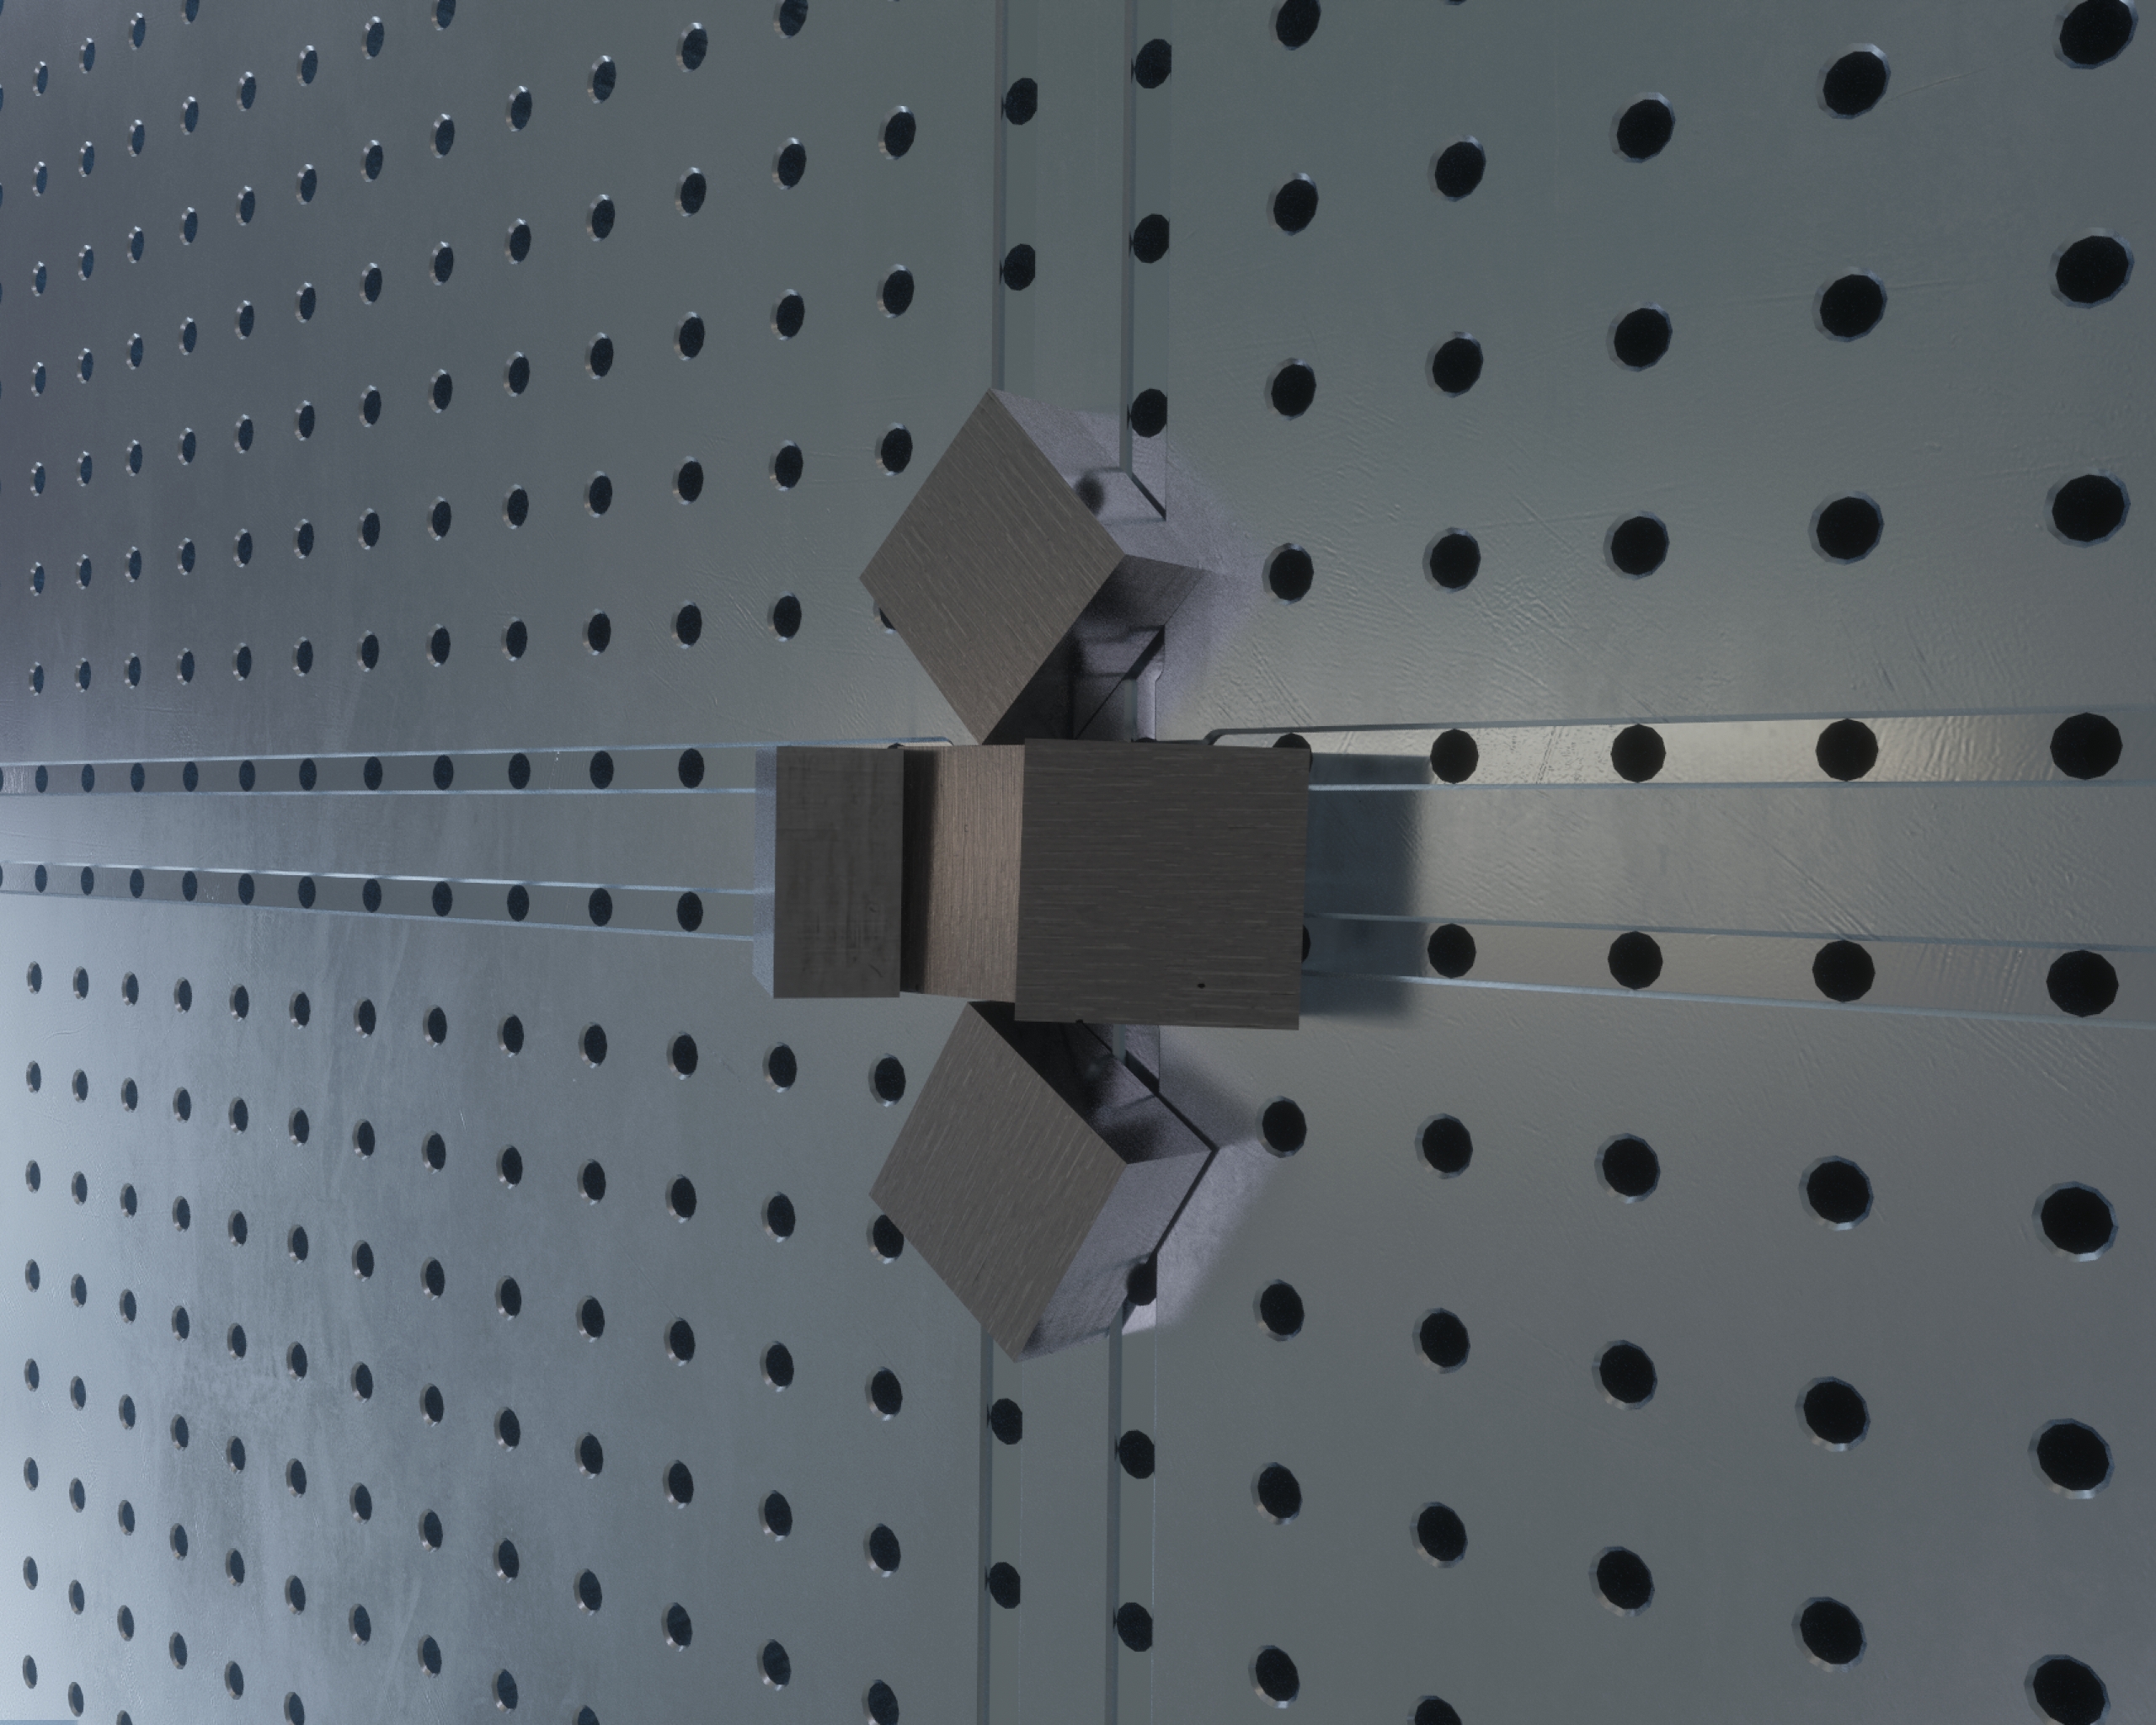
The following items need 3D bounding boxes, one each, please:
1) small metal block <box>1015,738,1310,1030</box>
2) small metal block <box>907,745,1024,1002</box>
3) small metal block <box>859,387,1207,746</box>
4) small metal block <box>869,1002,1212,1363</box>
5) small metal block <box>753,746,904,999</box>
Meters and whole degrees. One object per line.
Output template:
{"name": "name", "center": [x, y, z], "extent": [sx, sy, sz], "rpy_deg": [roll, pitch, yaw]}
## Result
{"name": "small metal block", "center": [0.015, 0.004, 0.380], "extent": [0.050, 0.025, 0.050], "rpy_deg": [2, 92, -1]}
{"name": "small metal block", "center": [-0.010, 0.002, 0.418], "extent": [0.050, 0.025, 0.050], "rpy_deg": [2, 90, 40]}
{"name": "small metal block", "center": [-0.010, -0.058, 0.419], "extent": [0.050, 0.025, 0.050], "rpy_deg": [-51, 59, 27]}
{"name": "small metal block", "center": [-0.009, 0.062, 0.417], "extent": [0.050, 0.025, 0.050], "rpy_deg": [42, 116, 33]}
{"name": "small metal block", "center": [-0.053, 0.001, 0.438], "extent": [0.050, 0.025, 0.050], "rpy_deg": [-170, 81, -76]}
